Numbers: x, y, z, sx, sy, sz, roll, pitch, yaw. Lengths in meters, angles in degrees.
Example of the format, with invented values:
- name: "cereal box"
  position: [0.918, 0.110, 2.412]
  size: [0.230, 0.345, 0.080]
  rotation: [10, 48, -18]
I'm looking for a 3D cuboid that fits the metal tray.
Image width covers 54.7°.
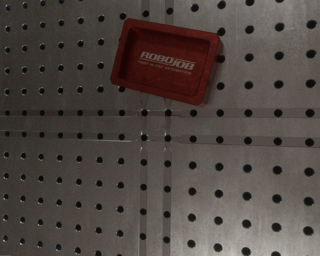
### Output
- name: "metal tray"
  position: [0.007, -0.086, 0.406]
  size: [0.130, 0.030, 0.089]
  rotation: [16, 95, 18]
